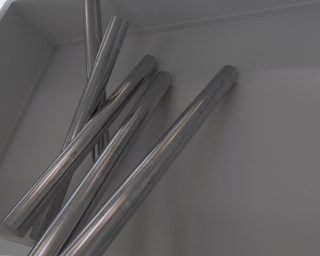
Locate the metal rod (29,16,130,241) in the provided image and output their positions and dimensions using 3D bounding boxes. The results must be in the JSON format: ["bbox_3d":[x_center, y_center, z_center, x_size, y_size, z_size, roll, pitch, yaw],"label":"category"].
[{"bbox_3d":[-0.104,0.003,0.398,0.025,0.025,0.299,22,92,36],"label":"metal rod"}]

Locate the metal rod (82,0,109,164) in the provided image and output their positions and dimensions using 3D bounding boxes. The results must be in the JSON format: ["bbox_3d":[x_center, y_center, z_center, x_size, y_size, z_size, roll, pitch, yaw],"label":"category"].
[{"bbox_3d":[-0.090,-0.089,0.429,0.025,0.025,0.298,-8,83,24],"label":"metal rod"}]

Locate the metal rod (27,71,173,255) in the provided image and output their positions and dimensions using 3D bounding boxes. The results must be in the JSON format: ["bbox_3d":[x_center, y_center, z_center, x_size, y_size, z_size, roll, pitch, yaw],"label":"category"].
[{"bbox_3d":[-0.042,0.017,0.337,0.025,0.025,0.301,-4,34,26],"label":"metal rod"}]

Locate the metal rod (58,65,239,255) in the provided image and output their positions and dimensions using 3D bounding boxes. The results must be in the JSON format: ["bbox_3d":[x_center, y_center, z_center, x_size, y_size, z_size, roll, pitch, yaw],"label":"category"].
[{"bbox_3d":[0.012,0.016,0.310,0.025,0.025,0.301,11,42,33],"label":"metal rod"}]

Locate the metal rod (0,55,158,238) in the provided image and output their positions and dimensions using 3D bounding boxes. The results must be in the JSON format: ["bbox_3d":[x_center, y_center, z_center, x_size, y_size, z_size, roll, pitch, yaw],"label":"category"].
[{"bbox_3d":[-0.076,-0.004,0.382,0.025,0.025,0.301,3,43,30],"label":"metal rod"}]
